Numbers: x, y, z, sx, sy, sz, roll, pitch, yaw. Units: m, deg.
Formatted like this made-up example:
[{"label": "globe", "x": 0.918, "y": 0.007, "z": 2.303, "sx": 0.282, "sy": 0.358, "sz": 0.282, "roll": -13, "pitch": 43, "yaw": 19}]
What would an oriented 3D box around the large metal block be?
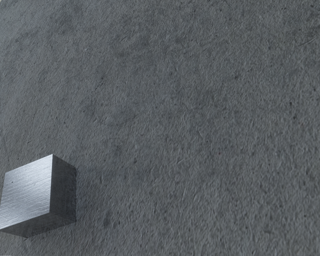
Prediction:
[{"label": "large metal block", "x": -0.161, "y": 0.092, "z": 0.414, "sx": 0.080, "sy": 0.050, "sz": 0.080, "roll": -21, "pitch": 54, "yaw": 15}]
